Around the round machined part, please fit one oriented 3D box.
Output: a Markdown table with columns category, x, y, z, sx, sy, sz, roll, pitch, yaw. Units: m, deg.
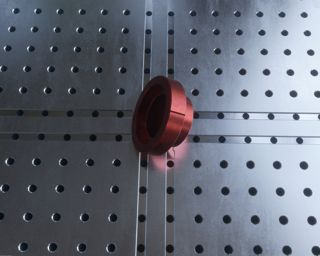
| category | x | y | z | sx | sy | sz | roll | pitch | yaw |
| --- | --- | --- | --- | --- | --- | --- | --- | --- | --- |
| round machined part | 0.005 | -0.013 | 0.388 | 0.042 | 0.098 | 0.098 | 15 | 67 | -28 |
